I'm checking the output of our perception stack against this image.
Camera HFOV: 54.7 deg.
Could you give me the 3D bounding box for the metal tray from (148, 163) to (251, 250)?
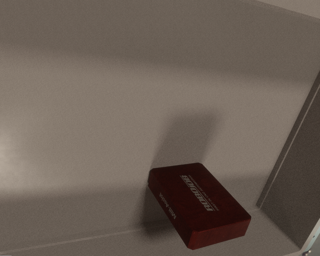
[{"bbox_3d":[0.050,0.101,0.433,0.091,0.130,0.030,-4,120,-27],"label":"metal tray"}]
